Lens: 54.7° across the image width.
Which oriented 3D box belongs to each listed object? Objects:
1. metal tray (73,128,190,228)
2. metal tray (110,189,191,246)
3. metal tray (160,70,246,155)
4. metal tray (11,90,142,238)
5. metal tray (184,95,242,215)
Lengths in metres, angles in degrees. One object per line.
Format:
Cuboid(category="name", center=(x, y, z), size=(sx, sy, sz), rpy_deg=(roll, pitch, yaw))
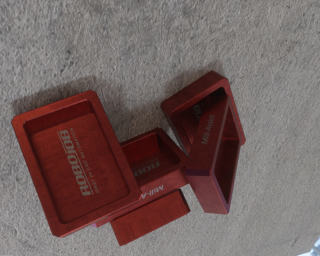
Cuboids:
Cuboid(category="metal tray", center=(-0.036, 0.054, 0.381), size=(0.131, 0.090, 0.030), rpy_deg=(-23, 127, -15))
Cuboid(category="metal tray", center=(-0.021, 0.115, 0.413), size=(0.091, 0.130, 0.030), rpy_deg=(-22, 82, -15))
Cuboid(category="metal tray", center=(0.066, -0.005, 0.440), size=(0.090, 0.030, 0.130), rpy_deg=(-34, 129, -7))
Cuboid(category="metal tray", center=(-0.086, 0.034, 0.322), size=(0.091, 0.130, 0.030), rpy_deg=(-22, 166, -16))
Cuboid(category="metal tray", center=(0.074, 0.032, 0.398), size=(0.090, 0.030, 0.130), rpy_deg=(63, 36, -39))
